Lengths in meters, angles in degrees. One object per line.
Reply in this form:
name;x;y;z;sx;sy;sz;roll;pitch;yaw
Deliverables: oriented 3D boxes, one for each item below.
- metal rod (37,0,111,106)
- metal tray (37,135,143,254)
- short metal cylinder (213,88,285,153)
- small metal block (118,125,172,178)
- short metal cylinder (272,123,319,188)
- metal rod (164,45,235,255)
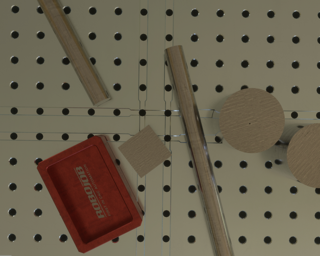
metal rod;-0.147;-0.166;0.411;0.025;0.025;0.299;-28;90;0
metal tray;-0.090;0.085;0.409;0.090;0.030;0.129;-26;90;-1
short metal cylinder;0.112;-0.009;0.402;0.081;0.050;0.079;0;90;-1
small metal block;-0.020;0.030;0.413;0.050;0.025;0.050;-37;90;0
short metal cylinder;0.195;0.034;0.404;0.081;0.050;0.079;0;90;-1
metal rod;0.054;0.039;0.414;0.025;0.025;0.298;-14;90;0
